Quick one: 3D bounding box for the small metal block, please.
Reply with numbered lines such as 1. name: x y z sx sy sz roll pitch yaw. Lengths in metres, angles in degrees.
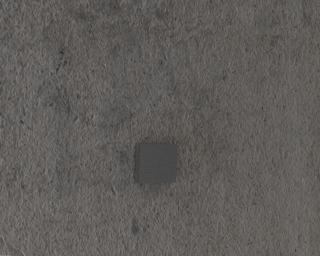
1. small metal block: -0.006 0.045 0.407 0.050 0.025 0.050 2 89 -20
